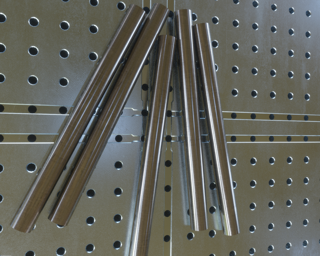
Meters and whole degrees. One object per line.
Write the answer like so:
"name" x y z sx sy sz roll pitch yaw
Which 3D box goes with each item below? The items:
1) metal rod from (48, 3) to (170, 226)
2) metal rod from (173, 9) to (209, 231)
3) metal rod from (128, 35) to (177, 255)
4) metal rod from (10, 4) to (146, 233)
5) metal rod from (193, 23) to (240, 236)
"metal rod" -0.060 -0.024 0.391 0.025 0.025 0.299 27 81 -18
"metal rod" 0.043 -0.009 0.428 0.025 0.025 0.298 -5 92 -20
"metal rod" -0.010 0.027 0.409 0.025 0.025 0.299 9 87 -20
"metal rod" -0.094 -0.019 0.377 0.025 0.025 0.299 29 80 -18
"metal rod" 0.080 0.004 0.441 0.025 0.025 0.298 -11 94 -20
